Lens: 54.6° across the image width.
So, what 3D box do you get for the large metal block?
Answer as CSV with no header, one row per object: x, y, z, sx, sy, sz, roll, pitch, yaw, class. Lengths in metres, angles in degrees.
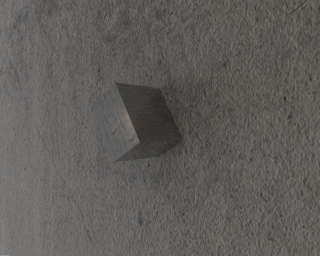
-0.028,-0.007,0.393,0.050,0.081,0.080,-37,68,34,large metal block
